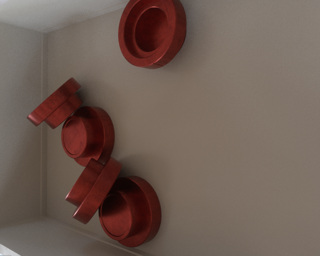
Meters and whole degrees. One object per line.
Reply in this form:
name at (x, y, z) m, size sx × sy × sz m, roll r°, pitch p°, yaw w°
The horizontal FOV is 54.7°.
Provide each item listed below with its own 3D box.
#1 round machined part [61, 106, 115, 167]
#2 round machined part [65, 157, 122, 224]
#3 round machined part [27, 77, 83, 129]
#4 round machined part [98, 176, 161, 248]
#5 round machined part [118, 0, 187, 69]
round machined part at (-0.121, 0.014, 0.496) m, size 0.098 × 0.042 × 0.097 m, roll 0°, pitch 90°, yaw 40°
round machined part at (-0.097, 0.082, 0.438) m, size 0.042 × 0.098 × 0.097 m, roll 33°, pitch 117°, yaw -7°
round machined part at (-0.165, -0.036, 0.509) m, size 0.098 × 0.098 × 0.042 m, roll -30°, pitch 110°, yaw 36°
round machined part at (-0.049, 0.119, 0.437) m, size 0.098 × 0.042 × 0.097 m, roll 0°, pitch 90°, yaw 40°
round machined part at (-0.005, -0.125, 0.400) m, size 0.098 × 0.042 × 0.097 m, roll 0°, pitch 90°, yaw 40°
